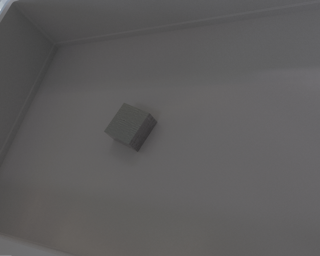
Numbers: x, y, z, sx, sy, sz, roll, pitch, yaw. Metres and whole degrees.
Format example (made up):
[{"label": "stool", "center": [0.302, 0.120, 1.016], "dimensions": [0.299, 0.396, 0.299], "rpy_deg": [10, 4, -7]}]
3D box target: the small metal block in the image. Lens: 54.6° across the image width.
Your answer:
[{"label": "small metal block", "center": [-0.041, -0.002, 0.429], "dimensions": [0.050, 0.025, 0.050], "rpy_deg": [23, 74, 36]}]
